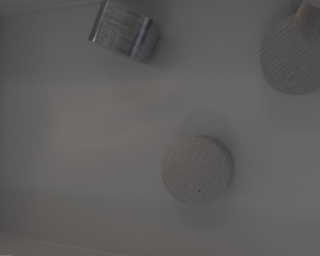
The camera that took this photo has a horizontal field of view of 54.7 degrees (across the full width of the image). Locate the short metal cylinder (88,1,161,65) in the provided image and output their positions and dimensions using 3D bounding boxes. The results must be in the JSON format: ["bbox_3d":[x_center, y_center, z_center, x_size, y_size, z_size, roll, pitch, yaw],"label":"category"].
[{"bbox_3d":[-0.045,-0.120,0.397,0.080,0.080,0.050,25,98,18],"label":"short metal cylinder"}]

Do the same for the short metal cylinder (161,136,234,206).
[{"bbox_3d":[0.047,0.050,0.380,0.080,0.050,0.080,0,90,20],"label":"short metal cylinder"}]

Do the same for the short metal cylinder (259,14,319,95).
[{"bbox_3d":[0.153,-0.079,0.343,0.080,0.050,0.080,0,90,20],"label":"short metal cylinder"}]

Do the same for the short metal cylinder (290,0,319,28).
[{"bbox_3d":[0.164,-0.139,0.286,0.080,0.050,0.080,0,90,19],"label":"short metal cylinder"}]
